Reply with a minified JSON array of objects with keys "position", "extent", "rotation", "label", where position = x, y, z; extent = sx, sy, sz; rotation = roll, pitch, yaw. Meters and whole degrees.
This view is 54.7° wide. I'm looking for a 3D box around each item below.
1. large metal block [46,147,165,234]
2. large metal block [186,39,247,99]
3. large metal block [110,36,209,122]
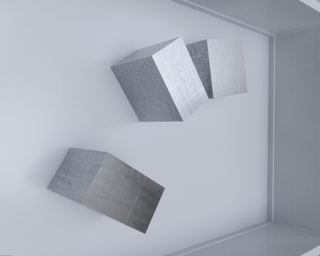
[{"position":[-0.057,0.063,0.325],"extent":[0.080,0.080,0.050],"rotation":[38,67,-34],"label":"large metal block"},{"position":[0.082,-0.087,0.461],"extent":[0.081,0.050,0.079],"rotation":[-13,99,-40],"label":"large metal block"},{"position":[-0.001,-0.054,0.372],"extent":[0.050,0.080,0.080],"rotation":[-42,116,-32],"label":"large metal block"}]
